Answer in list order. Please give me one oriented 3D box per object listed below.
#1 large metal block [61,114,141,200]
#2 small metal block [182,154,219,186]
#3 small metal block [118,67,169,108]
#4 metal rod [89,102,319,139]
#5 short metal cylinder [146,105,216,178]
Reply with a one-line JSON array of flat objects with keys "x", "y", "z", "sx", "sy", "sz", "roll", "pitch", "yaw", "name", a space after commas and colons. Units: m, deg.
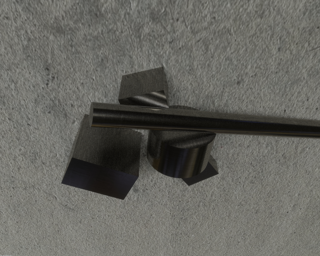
[{"x": -0.073, "y": 0.037, "z": 0.401, "sx": 0.081, "sy": 0.080, "sz": 0.050, "roll": 19, "pitch": 127, "yaw": -16, "name": "large metal block"}, {"x": 0.050, "y": 0.053, "z": 0.454, "sx": 0.050, "sy": 0.025, "sz": 0.050, "roll": -27, "pitch": 126, "yaw": 20, "name": "small metal block"}, {"x": -0.018, "y": -0.042, "z": 0.355, "sx": 0.050, "sy": 0.050, "sz": 0.025, "roll": -11, "pitch": 129, "yaw": 8, "name": "small metal block"}, {"x": 0.073, "y": -0.005, "z": 0.360, "sx": 0.303, "sy": 0.025, "sz": 0.025, "roll": 3, "pitch": 132, "yaw": -21, "name": "metal rod"}, {"x": 0.025, "y": 0.016, "z": 0.385, "sx": 0.081, "sy": 0.080, "sz": 0.050, "roll": 4, "pitch": 130, "yaw": -4, "name": "short metal cylinder"}]
